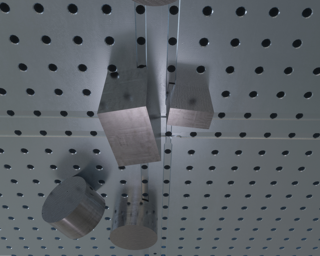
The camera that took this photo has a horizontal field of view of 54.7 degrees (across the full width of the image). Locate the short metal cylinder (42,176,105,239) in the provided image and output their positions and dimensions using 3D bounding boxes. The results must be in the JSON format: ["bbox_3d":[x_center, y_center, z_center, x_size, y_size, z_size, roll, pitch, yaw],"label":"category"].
[{"bbox_3d":[-0.132,0.122,0.478,0.080,0.080,0.050,-22,127,17],"label":"short metal cylinder"}]

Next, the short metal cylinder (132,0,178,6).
[{"bbox_3d":[-0.005,-0.153,0.265,0.081,0.050,0.079,0,130,0],"label":"short metal cylinder"}]

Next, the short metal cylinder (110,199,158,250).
[{"bbox_3d":[-0.044,0.169,0.539,0.081,0.050,0.079,0,130,0],"label":"short metal cylinder"}]

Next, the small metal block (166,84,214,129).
[{"bbox_3d":[0.034,-0.026,0.373,0.050,0.050,0.025,6,130,-6],"label":"small metal block"}]

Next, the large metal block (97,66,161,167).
[{"bbox_3d":[-0.031,-0.014,0.364,0.050,0.080,0.080,-8,130,7],"label":"large metal block"}]
